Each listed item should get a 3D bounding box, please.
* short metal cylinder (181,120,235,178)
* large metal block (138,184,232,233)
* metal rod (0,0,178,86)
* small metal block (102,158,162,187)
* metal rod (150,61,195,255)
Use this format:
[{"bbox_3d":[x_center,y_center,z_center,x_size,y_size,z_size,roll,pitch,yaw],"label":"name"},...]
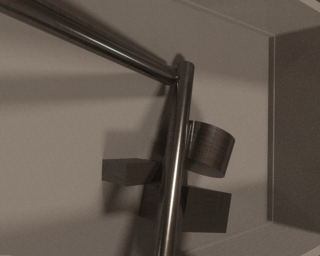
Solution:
[{"bbox_3d":[0.055,0.030,0.420,0.080,0.080,0.050,33,70,-36],"label":"short metal cylinder"},{"bbox_3d":[0.032,0.099,0.400,0.081,0.080,0.050,17,79,-39],"label":"large metal block"},{"bbox_3d":[-0.070,-0.088,0.297,0.302,0.025,0.025,12,82,-55],"label":"metal rod"},{"bbox_3d":[-0.033,0.051,0.364,0.050,0.050,0.025,3,89,-40],"label":"small metal block"},{"bbox_3d":[0.017,0.041,0.365,0.025,0.025,0.300,34,52,-35],"label":"metal rod"}]
